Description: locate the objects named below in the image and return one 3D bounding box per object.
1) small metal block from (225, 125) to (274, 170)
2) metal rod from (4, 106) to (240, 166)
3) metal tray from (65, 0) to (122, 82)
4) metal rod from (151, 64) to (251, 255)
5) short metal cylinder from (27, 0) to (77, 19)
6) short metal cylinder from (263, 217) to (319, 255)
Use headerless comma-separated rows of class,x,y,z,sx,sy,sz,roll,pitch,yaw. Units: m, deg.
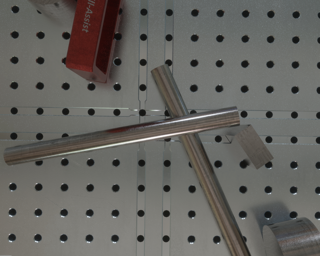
small metal block,0.115,0.023,0.402,0.025,0.050,0.050,-34,90,0
metal rod,-0.052,0.012,0.396,0.302,0.025,0.025,-10,90,6
metal tray,-0.076,-0.127,0.379,0.030,0.090,0.129,11,90,0
metal rod,0.059,0.057,0.414,0.025,0.025,0.299,-24,90,0
short metal cylinder,-0.139,-0.189,0.399,0.081,0.050,0.079,0,90,-1
short metal cylinder,0.169,0.158,0.388,0.050,0.080,0.080,-12,90,0
